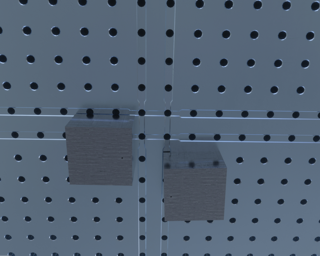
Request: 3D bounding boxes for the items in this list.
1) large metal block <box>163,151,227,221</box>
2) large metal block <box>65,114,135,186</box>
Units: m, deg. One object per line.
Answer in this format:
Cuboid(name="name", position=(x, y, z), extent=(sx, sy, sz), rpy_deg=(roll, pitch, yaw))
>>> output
Cuboid(name="large metal block", position=(0.046, 0.080, 0.430), extent=(0.081, 0.050, 0.079), rpy_deg=(-1, 110, 0))
Cuboid(name="large metal block", position=(-0.075, 0.028, 0.409), extent=(0.081, 0.050, 0.079), rpy_deg=(1, 110, -1))
